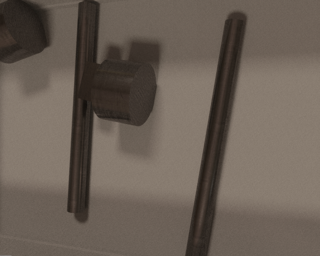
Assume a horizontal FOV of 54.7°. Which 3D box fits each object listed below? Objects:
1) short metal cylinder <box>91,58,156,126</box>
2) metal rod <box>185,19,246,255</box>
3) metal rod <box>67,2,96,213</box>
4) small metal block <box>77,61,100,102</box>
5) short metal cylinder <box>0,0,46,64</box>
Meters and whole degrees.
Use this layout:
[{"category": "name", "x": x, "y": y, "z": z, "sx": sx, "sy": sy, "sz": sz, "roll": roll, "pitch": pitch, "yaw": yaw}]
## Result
[{"category": "short metal cylinder", "x": -0.044, "y": -0.046, "z": 0.396, "sx": 0.050, "sy": 0.080, "sz": 0.079, "roll": 11, "pitch": 94, "yaw": 19}, {"category": "metal rod", "x": 0.068, "y": 0.018, "z": 0.385, "sx": 0.025, "sy": 0.025, "sz": 0.298, "roll": 10, "pitch": 93, "yaw": 19}, {"category": "metal rod", "x": -0.113, "y": -0.028, "z": 0.449, "sx": 0.025, "sy": 0.025, "sz": 0.298, "roll": 4, "pitch": 91, "yaw": 19}, {"category": "small metal block", "x": -0.083, "y": -0.061, "z": 0.425, "sx": 0.025, "sy": 0.050, "sz": 0.050, "roll": 16, "pitch": 96, "yaw": 19}, {"category": "short metal cylinder", "x": -0.216, "y": -0.141, "z": 0.456, "sx": 0.050, "sy": 0.080, "sz": 0.080, "roll": -14, "pitch": 86, "yaw": 19}]
